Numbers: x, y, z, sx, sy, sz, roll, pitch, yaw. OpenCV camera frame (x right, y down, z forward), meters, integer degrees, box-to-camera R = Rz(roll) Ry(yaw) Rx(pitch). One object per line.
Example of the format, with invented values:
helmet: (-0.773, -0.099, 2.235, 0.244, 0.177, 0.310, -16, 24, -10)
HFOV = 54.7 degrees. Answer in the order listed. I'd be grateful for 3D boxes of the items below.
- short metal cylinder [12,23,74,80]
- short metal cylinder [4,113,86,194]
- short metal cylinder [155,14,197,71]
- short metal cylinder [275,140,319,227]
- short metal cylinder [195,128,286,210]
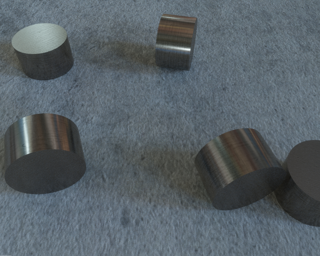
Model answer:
short metal cylinder: (-0.181, -0.120, 0.486, 0.081, 0.050, 0.080, 0, 50, 0)
short metal cylinder: (-0.126, 0.030, 0.341, 0.081, 0.080, 0.050, -14, 52, -12)
short metal cylinder: (0.026, -0.132, 0.479, 0.050, 0.080, 0.080, 10, 51, 7)
short metal cylinder: (0.173, 0.060, 0.339, 0.081, 0.050, 0.080, 0, 50, 0)
short metal cylinder: (0.084, 0.045, 0.331, 0.081, 0.080, 0.050, -13, 52, -11)
